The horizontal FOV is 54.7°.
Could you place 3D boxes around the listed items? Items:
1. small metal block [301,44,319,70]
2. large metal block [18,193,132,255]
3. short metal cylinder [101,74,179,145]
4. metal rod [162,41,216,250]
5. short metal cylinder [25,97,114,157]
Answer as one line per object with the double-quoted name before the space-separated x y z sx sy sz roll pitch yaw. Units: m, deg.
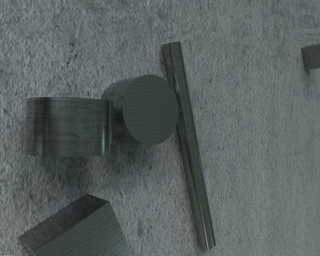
"small metal block" 0.342 -0.157 0.674 0.025 0.050 0.050 -28 108 -37
"large metal block" -0.083 0.127 0.319 0.081 0.050 0.080 -30 109 -36
"short metal cylinder" -0.024 -0.021 0.368 0.081 0.050 0.080 0 90 -40
"metal rod" 0.043 0.031 0.440 0.025 0.025 0.298 -19 102 -38
"short metal cylinder" -0.085 -0.001 0.297 0.081 0.080 0.050 1 90 -40
